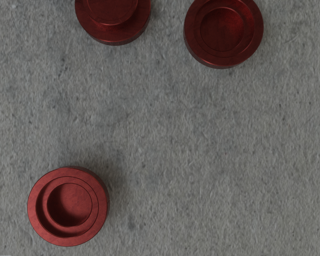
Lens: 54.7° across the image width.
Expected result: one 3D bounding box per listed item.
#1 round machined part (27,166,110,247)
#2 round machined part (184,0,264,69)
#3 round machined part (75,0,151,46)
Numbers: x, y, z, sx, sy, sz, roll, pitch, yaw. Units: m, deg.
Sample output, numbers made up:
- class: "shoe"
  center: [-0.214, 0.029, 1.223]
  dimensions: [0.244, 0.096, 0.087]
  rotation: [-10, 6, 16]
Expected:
- class: "round machined part"
  center: [-0.114, 0.097, 0.400]
  dimensions: [0.099, 0.042, 0.097]
  rotation: [0, 90, -1]
- class: "round machined part"
  center: [0.079, -0.125, 0.402]
  dimensions: [0.099, 0.042, 0.097]
  rotation: [0, 90, -1]
- class: "round machined part"
  center: [-0.061, -0.160, 0.401]
  dimensions: [0.099, 0.042, 0.097]
  rotation: [0, 90, -1]
